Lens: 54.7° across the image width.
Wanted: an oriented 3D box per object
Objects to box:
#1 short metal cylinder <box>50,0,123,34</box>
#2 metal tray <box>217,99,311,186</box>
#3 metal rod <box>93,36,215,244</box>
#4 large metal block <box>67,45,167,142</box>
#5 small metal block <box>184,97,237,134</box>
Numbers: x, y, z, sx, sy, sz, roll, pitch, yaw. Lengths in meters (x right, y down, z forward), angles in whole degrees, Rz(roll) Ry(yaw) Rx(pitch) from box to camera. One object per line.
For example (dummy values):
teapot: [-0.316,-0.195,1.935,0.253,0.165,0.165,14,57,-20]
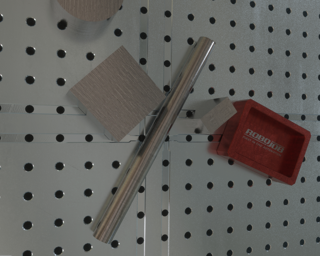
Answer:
short metal cylinder: [-0.087,-0.159,0.367,0.081,0.050,0.079,0,90,-20]
metal tray: [0.161,0.023,0.471,0.131,0.030,0.090,25,82,-19]
metal rod: [-0.003,0.008,0.412,0.025,0.025,0.299,31,80,-18]
large metal block: [-0.054,-0.040,0.380,0.080,0.050,0.080,-45,104,-15]
small metal block: [0.068,-0.017,0.426,0.050,0.050,0.025,-38,103,-16]
